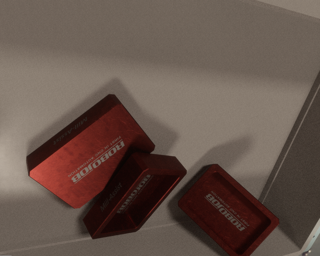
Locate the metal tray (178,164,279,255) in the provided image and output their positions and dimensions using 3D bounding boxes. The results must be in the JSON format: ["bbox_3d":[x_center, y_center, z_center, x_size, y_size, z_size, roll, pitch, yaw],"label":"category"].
[{"bbox_3d":[0.105,0.130,0.484,0.090,0.130,0.030,-48,169,0],"label":"metal tray"}]

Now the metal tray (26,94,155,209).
[{"bbox_3d":[-0.081,0.031,0.381,0.130,0.030,0.090,-38,130,-3],"label":"metal tray"}]

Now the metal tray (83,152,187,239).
[{"bbox_3d":[-0.033,0.092,0.421,0.091,0.030,0.129,13,120,-50],"label":"metal tray"}]
